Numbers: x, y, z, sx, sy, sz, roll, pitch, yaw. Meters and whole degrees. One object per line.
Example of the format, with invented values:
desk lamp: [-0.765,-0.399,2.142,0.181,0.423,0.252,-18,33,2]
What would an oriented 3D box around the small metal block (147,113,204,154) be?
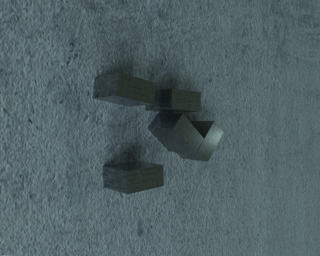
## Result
small metal block: [0.020,0.007,0.405,0.050,0.050,0.025,48,62,-30]

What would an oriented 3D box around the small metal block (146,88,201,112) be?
small metal block: [0.017,-0.034,0.402,0.050,0.050,0.025,2,89,-40]

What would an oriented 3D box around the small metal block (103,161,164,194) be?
small metal block: [-0.031,0.056,0.362,0.050,0.050,0.025,-4,93,-40]

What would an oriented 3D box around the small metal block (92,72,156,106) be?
small metal block: [-0.041,-0.042,0.354,0.050,0.050,0.025,10,84,-40]

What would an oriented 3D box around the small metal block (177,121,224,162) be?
small metal block: [0.052,0.017,0.432,0.025,0.050,0.050,47,62,-30]
